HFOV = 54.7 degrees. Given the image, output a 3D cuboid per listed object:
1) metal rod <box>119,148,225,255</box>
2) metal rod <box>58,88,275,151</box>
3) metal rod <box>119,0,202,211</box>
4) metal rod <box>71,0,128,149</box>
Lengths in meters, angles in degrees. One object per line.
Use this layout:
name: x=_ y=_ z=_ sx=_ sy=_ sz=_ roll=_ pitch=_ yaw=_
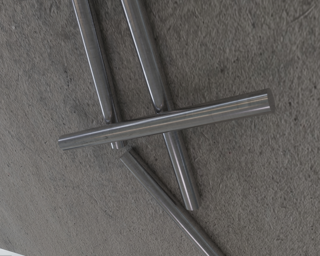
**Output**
metal rod: x=0.044 y=0.151 z=0.476 sx=0.025 sy=0.025 sz=0.300 roll=-34 pitch=100 yaw=38
metal rod: x=-0.017 y=-0.002 z=0.380 sx=0.300 sy=0.025 sz=0.025 roll=-11 pitch=113 yaw=32
metal rod: x=0.007 y=-0.019 z=0.390 sx=0.025 sy=0.025 sz=0.298 roll=-3 pitch=117 yaw=30
metal rod: x=-0.083 y=-0.106 z=0.384 sx=0.025 sy=0.025 sz=0.298 roll=4 pitch=121 yaw=26
